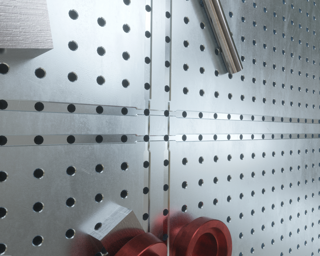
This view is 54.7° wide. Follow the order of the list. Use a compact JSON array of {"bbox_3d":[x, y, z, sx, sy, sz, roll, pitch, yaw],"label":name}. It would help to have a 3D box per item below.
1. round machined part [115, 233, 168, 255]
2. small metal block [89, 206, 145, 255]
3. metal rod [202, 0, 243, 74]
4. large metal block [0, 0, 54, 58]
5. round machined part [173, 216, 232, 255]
[{"bbox_3d":[-0.023,0.175,0.355,0.099,0.042,0.097,-34,137,-38],"label":"round machined part"},{"bbox_3d":[-0.047,0.131,0.370,0.050,0.025,0.050,-39,114,-33],"label":"small metal block"},{"bbox_3d":[0.065,-0.222,0.462,0.025,0.025,0.299,-39,114,-33],"label":"metal rod"},{"bbox_3d":[-0.147,-0.105,0.269,0.081,0.050,0.079,-12,98,-39],"label":"large metal block"},{"bbox_3d":[0.057,0.177,0.446,0.099,0.042,0.097,0,90,-40],"label":"round machined part"}]
